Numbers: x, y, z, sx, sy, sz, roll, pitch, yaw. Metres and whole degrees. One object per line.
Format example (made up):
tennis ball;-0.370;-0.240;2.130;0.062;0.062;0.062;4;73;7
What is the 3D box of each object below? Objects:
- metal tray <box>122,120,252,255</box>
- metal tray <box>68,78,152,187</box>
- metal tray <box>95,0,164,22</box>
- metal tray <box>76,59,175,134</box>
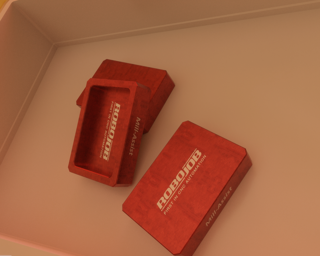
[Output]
metal tray;0.029;0.064;0.348;0.090;0.030;0.130;29;77;37
metal tray;-0.067;0.003;0.405;0.090;0.030;0.129;10;87;35
metal tray;-0.051;-0.254;0.588;0.130;0.030;0.090;2;62;29
metal tray;-0.054;-0.051;0.462;0.130;0.030;0.090;18;71;35
